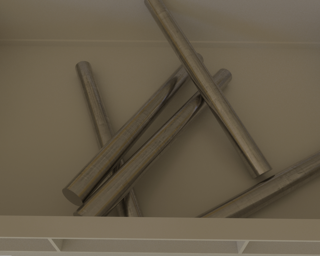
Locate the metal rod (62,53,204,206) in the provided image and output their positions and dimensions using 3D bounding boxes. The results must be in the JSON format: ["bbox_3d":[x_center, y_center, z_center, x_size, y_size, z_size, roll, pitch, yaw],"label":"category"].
[{"bbox_3d":[-0.014,-0.021,0.400,0.025,0.025,0.301,23,47,18],"label":"metal rod"}]

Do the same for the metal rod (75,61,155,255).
[{"bbox_3d":[-0.068,0.014,0.392,0.025,0.025,0.300,-16,52,-13],"label":"metal rod"}]

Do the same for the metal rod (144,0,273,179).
[{"bbox_3d":[0.054,-0.070,0.414,0.025,0.025,0.299,-22,69,-17],"label":"metal rod"}]

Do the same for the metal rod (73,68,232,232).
[{"bbox_3d":[0.013,0.004,0.380,0.025,0.025,0.302,28,49,21],"label":"metal rod"}]

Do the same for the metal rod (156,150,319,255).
[{"bbox_3d":[0.135,0.065,0.351,0.302,0.025,0.025,-22,54,-18],"label":"metal rod"}]
